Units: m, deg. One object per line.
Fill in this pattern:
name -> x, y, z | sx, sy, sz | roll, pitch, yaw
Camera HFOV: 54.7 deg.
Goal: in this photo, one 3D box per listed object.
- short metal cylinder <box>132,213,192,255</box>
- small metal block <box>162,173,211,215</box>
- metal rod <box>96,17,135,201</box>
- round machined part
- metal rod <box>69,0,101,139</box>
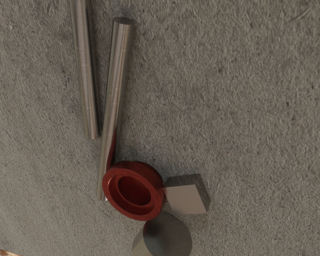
short metal cylinder -> 0.003, 0.181, 0.481 | 0.080, 0.080, 0.050 | 33, 129, 6
small metal block -> 0.038, 0.095, 0.442 | 0.050, 0.025, 0.050 | -12, 113, 28
metal rod -> -0.068, -0.004, 0.438 | 0.025, 0.025, 0.298 | 23, 127, 14
round machined part -> -0.034, 0.089, 0.467 | 0.098, 0.042, 0.097 | 13, 124, 20
metal rod -> -0.095, -0.116, 0.383 | 0.025, 0.025, 0.298 | 15, 125, 19
